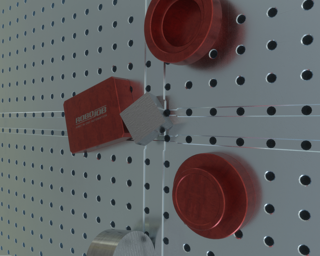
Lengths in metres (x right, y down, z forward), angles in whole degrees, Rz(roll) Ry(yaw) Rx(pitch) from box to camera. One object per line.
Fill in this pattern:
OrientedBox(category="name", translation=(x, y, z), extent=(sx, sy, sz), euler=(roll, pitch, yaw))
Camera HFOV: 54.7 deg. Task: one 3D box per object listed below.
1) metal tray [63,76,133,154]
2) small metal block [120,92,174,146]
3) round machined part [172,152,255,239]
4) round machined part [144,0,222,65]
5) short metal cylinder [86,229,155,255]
OrientedBox(category="metal tray", translation=(-0.096, -0.016, 0.483), extent=(0.130, 0.030, 0.090), euler=(-18, 79, 38))
OrientedBox(category="small metal block", translation=(-0.018, -0.012, 0.414), extent=(0.050, 0.025, 0.050), euler=(-37, 67, 16))
OrientedBox(category="round machined part", translation=(0.053, 0.077, 0.353), extent=(0.098, 0.042, 0.097), euler=(0, 90, 39))
OrientedBox(category="round machined part", translation=(0.031, -0.124, 0.371), extent=(0.098, 0.042, 0.097), euler=(0, 90, 39))
OrientedBox(category="short metal cylinder", translation=(-0.051, 0.178, 0.414), extent=(0.050, 0.081, 0.080), euler=(-12, 83, 39))
